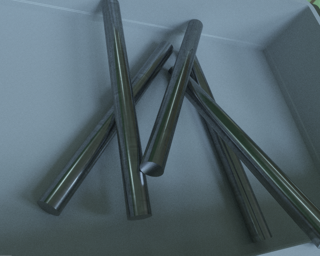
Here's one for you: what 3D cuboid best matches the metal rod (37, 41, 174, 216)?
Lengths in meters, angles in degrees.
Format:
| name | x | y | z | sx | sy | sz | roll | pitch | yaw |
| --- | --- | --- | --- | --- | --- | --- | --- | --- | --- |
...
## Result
| name | x | y | z | sx | sy | sz | roll | pitch | yaw |
| --- | --- | --- | --- | --- | --- | --- | --- | --- | --- |
| metal rod | -0.049 | -0.024 | 0.393 | 0.025 | 0.025 | 0.301 | 35 | 51 | -6 |

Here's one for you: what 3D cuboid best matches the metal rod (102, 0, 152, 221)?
| name | x | y | z | sx | sy | sz | roll | pitch | yaw |
| --- | --- | --- | --- | --- | --- | --- | --- | --- | --- |
| metal rod | -0.045 | -0.043 | 0.373 | 0.025 | 0.025 | 0.299 | 3 | 60 | -27 |

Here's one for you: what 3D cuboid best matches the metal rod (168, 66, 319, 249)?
| name | x | y | z | sx | sy | sz | roll | pitch | yaw |
| --- | --- | --- | --- | --- | --- | --- | --- | --- | --- |
| metal rod | 0.086 | 0.006 | 0.371 | 0.025 | 0.025 | 0.300 | -3 | 39 | -30 |

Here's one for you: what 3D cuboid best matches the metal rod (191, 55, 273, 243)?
| name | x | y | z | sx | sy | sz | roll | pitch | yaw |
| --- | --- | --- | --- | --- | --- | --- | --- | --- | --- |
| metal rod | 0.086 | 0.009 | 0.445 | 0.025 | 0.025 | 0.299 | -4 | 64 | -30 |

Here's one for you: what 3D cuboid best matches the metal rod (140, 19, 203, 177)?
| name | x | y | z | sx | sy | sz | roll | pitch | yaw |
| --- | --- | --- | --- | --- | --- | --- | --- | --- | --- |
| metal rod | 0.025 | -0.064 | 0.413 | 0.025 | 0.025 | 0.300 | 28 | 47 | -11 |
